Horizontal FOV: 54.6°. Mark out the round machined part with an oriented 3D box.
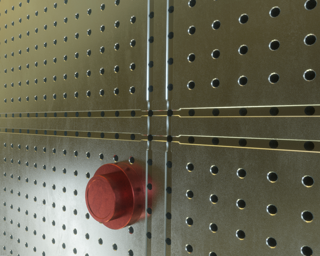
[{"bbox_3d":[-0.074,0.102,0.461,0.098,0.042,0.097,0,90,40],"label":"round machined part"}]
